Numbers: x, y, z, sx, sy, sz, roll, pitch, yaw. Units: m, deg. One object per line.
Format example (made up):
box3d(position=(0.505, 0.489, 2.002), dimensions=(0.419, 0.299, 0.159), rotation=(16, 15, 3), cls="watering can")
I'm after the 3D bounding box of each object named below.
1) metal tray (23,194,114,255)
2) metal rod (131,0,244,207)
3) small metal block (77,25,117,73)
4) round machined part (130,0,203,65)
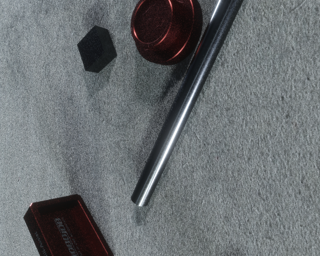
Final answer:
box3d(position=(-0.139, 0.168, 0.473), dimensions=(0.130, 0.091, 0.030), rotation=(51, 120, 27), cls="metal tray")
box3d(position=(0.029, -0.030, 0.379), dimensions=(0.025, 0.025, 0.298), rotation=(36, 112, 33), cls="metal rod")
box3d(position=(-0.099, -0.122, 0.484), dimensions=(0.050, 0.025, 0.050), rotation=(-32, 70, 35), cls="small metal block")
box3d(position=(0.001, -0.131, 0.391), dimensions=(0.098, 0.042, 0.097), rotation=(0, 90, 39), cls="round machined part")
